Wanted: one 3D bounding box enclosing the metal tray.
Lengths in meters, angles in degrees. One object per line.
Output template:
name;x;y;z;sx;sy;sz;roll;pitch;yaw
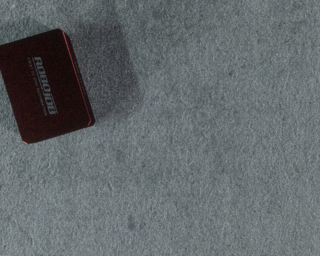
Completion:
metal tray;-0.148;-0.053;0.406;0.090;0.030;0.129;-17;90;-1
